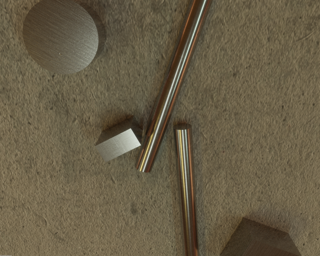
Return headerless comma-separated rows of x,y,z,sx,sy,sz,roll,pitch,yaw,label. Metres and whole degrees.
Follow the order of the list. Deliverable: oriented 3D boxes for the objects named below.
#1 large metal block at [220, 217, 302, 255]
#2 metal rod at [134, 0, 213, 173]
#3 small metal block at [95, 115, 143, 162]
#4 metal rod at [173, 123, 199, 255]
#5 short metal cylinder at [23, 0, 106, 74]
0.150,0.194,0.470,0.080,0.050,0.079,22,109,-8,large metal block
0.023,-0.078,0.381,0.025,0.025,0.298,17,109,-7,metal rod
-0.051,0.013,0.401,0.050,0.050,0.025,-26,108,9,small metal block
0.043,0.137,0.461,0.025,0.025,0.298,-5,110,1,metal rod
-0.107,-0.106,0.356,0.081,0.050,0.079,0,110,-1,short metal cylinder
